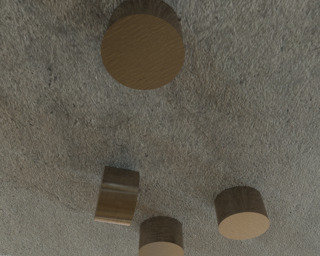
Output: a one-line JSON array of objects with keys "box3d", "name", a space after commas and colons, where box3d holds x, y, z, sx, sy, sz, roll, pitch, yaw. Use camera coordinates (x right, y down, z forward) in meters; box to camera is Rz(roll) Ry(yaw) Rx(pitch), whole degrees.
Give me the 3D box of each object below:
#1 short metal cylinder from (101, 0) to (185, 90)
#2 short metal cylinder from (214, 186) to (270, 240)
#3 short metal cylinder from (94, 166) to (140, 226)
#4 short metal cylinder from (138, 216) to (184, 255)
[{"box3d": [-0.016, -0.086, 0.317, 0.081, 0.050, 0.079, 0, 130, 0], "name": "short metal cylinder"}, {"box3d": [0.134, 0.141, 0.512, 0.081, 0.050, 0.079, 0, 130, 0], "name": "short metal cylinder"}, {"box3d": [-0.064, 0.099, 0.455, 0.050, 0.080, 0.079, 12, 129, -10], "name": "short metal cylinder"}, {"box3d": [0.002, 0.206, 0.566, 0.081, 0.050, 0.079, 0, 130, 0], "name": "short metal cylinder"}]
